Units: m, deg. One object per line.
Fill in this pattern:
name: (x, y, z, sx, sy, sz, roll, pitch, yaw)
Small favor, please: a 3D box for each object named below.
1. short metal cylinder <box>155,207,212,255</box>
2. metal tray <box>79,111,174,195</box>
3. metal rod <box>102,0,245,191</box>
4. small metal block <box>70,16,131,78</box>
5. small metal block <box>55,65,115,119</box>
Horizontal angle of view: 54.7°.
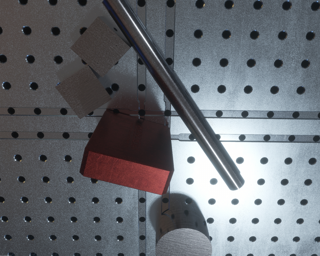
short metal cylinder: (0.034, 0.166, 0.462, 0.081, 0.050, 0.079, 0, 110, -1)
metal tray: (-0.033, 0.022, 0.365, 0.091, 0.130, 0.030, 15, 109, -6)
metal rod: (0.027, -0.035, 0.400, 0.025, 0.025, 0.299, -32, 107, 11)
small metal block: (-0.070, -0.099, 0.376, 0.050, 0.025, 0.050, 43, 104, -15)
small metal block: (-0.094, -0.048, 0.395, 0.050, 0.025, 0.050, -31, 108, 10)
